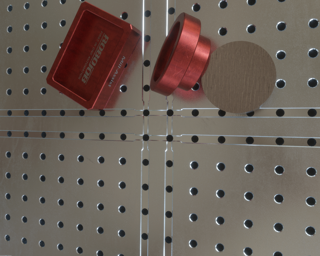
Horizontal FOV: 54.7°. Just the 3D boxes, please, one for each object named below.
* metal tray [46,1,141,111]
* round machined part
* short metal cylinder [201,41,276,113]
[{"bbox_3d":[-0.097,-0.101,0.443,0.090,0.030,0.129,32,100,17],"label":"metal tray"},{"bbox_3d":[0.027,-0.083,0.373,0.042,0.098,0.097,20,98,-13],"label":"round machined part"},{"bbox_3d":[0.094,-0.057,0.365,0.080,0.050,0.079,0,91,18],"label":"short metal cylinder"}]
